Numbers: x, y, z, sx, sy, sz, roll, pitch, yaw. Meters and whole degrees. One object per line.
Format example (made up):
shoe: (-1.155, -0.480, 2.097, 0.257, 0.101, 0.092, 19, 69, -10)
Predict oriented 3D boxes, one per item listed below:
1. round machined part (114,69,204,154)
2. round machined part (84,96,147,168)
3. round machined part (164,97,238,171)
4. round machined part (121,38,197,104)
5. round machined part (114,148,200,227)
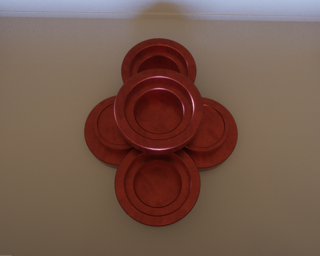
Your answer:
round machined part: (-0.001, -0.016, 0.360, 0.099, 0.042, 0.098, 0, 70, -1)
round machined part: (-0.048, 0.001, 0.398, 0.099, 0.042, 0.098, 0, 70, -1)
round machined part: (0.051, 0.004, 0.397, 0.099, 0.042, 0.098, 0, 70, -1)
round machined part: (-0.001, -0.070, 0.424, 0.099, 0.042, 0.098, 0, 70, -1)
round machined part: (-0.003, 0.069, 0.373, 0.099, 0.042, 0.098, 0, 70, -1)
